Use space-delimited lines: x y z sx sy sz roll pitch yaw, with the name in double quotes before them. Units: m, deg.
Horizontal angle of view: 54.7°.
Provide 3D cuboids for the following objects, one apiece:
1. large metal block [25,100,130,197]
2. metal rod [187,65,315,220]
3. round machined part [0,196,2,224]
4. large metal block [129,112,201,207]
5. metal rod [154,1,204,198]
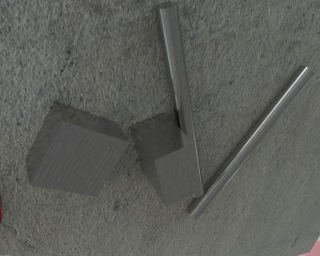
"large metal block" -0.096 0.026 0.355 0.080 0.050 0.080 21 107 -37
"metal rod" 0.143 0.029 0.505 0.025 0.025 0.299 28 103 -38
"round machined part" -0.226 0.102 0.336 0.099 0.042 0.097 -14 125 -21
"large metal block" 0.006 0.039 0.400 0.050 0.080 0.080 -24 127 -15
"metal rod" 0.033 -0.013 0.418 0.025 0.025 0.298 -24 127 -15
